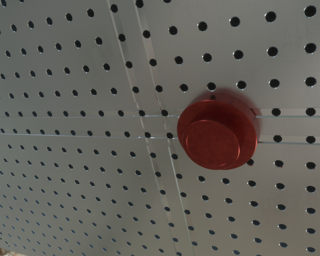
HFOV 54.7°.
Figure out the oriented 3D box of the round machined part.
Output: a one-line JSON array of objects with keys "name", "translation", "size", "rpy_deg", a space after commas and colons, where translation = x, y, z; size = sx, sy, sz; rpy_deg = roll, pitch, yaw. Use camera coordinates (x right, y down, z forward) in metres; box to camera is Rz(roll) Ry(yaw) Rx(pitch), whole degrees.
[{"name": "round machined part", "translation": [0.066, 0.011, 0.372], "size": [0.098, 0.042, 0.097], "rpy_deg": [13, 124, 20]}]
